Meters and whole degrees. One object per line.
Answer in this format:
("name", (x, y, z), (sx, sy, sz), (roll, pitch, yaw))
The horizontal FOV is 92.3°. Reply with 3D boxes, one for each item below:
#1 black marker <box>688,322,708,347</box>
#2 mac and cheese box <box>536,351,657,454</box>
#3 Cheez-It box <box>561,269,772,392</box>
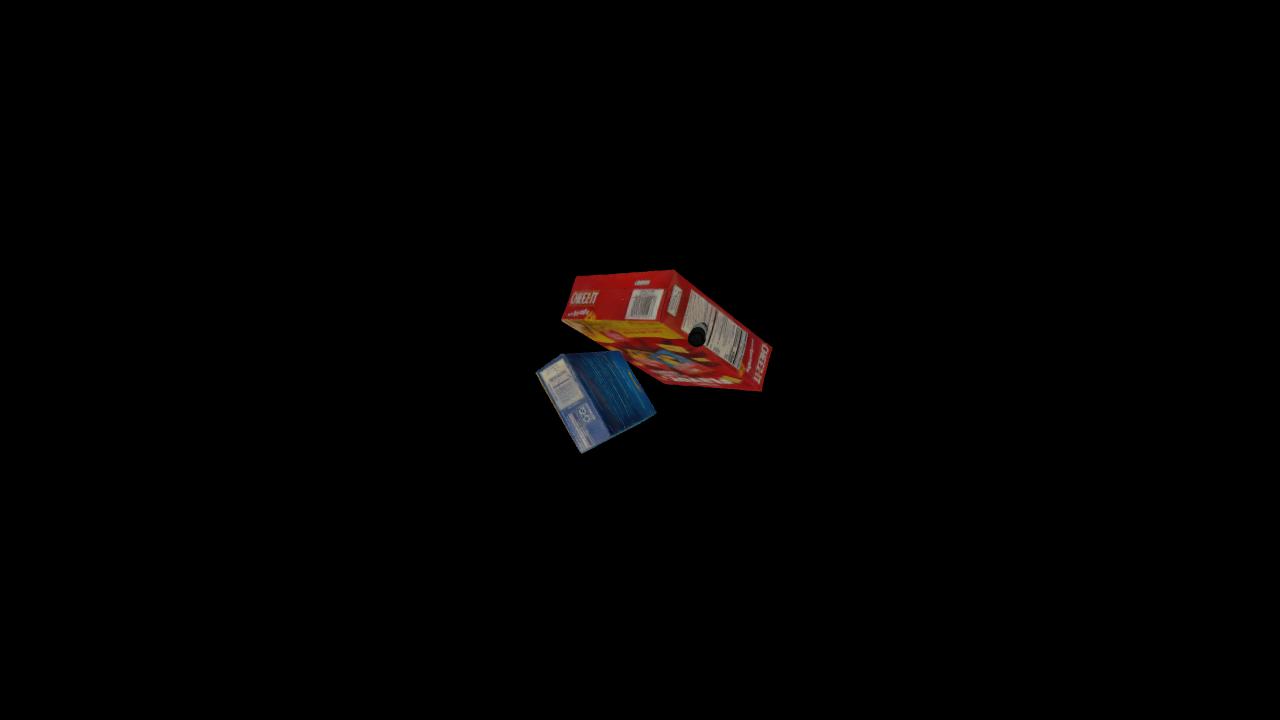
("black marker", (0.068, -0.037, 0.693), (0.020, 0.020, 0.121), (0, 16, 10))
("mac and cheese box", (-0.040, 0.038, 0.661), (0.041, 0.093, 0.184), (-34, -7, 13))
("Cheez-It box", (0.038, -0.030, 0.767), (0.166, 0.071, 0.223), (4, -20, 44))
